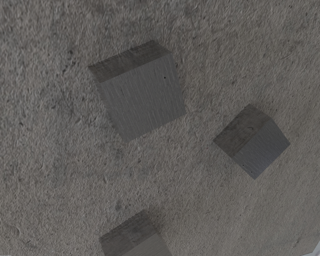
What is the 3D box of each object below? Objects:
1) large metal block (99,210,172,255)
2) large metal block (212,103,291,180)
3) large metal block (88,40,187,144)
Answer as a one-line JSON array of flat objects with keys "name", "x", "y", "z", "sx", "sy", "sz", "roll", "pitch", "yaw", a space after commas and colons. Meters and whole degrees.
[{"name": "large metal block", "x": -0.036, "y": 0.189, "z": 0.488, "sx": 0.080, "sy": 0.050, "sz": 0.080, "roll": -32, "pitch": 129, "yaw": -8}, {"name": "large metal block", "x": 0.143, "y": 0.022, "z": 0.482, "sx": 0.080, "sy": 0.050, "sz": 0.080, "roll": -47, "pitch": 129, "yaw": 4}, {"name": "large metal block", "x": -0.024, "y": -0.042, "z": 0.352, "sx": 0.080, "sy": 0.050, "sz": 0.080, "roll": -26, "pitch": 128, "yaw": -12}]
